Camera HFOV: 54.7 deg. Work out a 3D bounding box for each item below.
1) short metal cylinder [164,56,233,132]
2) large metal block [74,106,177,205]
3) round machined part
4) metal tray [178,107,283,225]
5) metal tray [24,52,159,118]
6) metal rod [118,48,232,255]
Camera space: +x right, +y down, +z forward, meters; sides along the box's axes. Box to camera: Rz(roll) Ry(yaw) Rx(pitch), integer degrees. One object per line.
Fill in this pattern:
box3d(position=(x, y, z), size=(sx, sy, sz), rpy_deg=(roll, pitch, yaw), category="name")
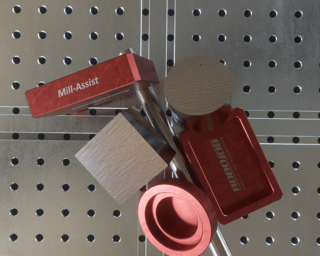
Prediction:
box3d(position=(0.049, -0.041, 0.383), size=(0.080, 0.050, 0.080), rpy_deg=(-4, 66, 10), category="short metal cylinder")
box3d(position=(-0.040, 0.032, 0.379), size=(0.080, 0.050, 0.080), rpy_deg=(-42, 91, 18), category="large metal block")
box3d(position=(0.025, 0.108, 0.387), size=(0.098, 0.042, 0.097), rpy_deg=(8, 107, 27), category="round machined part")
box3d(position=(0.091, 0.048, 0.408), size=(0.090, 0.030, 0.129), rpy_deg=(-25, 90, 0), category="metal tray")
box3d(position=(-0.074, -0.047, 0.362), size=(0.130, 0.090, 0.030), rpy_deg=(-17, 92, 14), category="metal tray")
box3d(position=(0.020, 0.035, 0.409), size=(0.025, 0.025, 0.299), rpy_deg=(-25, 90, 0), category="metal rod")
